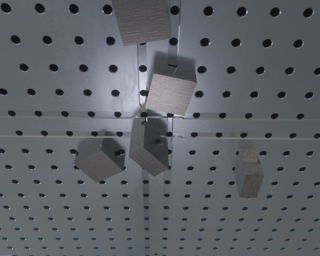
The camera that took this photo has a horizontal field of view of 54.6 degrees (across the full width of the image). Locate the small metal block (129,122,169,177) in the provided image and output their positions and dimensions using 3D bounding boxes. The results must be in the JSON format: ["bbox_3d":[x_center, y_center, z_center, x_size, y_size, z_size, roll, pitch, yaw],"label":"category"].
[{"bbox_3d":[-0.014,0.029,0.420,0.025,0.050,0.050,-32,123,24],"label":"small metal block"}]

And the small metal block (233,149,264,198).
[{"bbox_3d":[0.128,0.066,0.452,0.025,0.050,0.050,0,130,0],"label":"small metal block"}]

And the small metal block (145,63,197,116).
[{"bbox_3d":[0.012,-0.046,0.373,0.050,0.025,0.050,10,129,-9],"label":"small metal block"}]

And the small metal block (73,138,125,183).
[{"bbox_3d":[-0.087,0.048,0.452,0.050,0.025,0.050,-26,126,20],"label":"small metal block"}]

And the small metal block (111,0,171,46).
[{"bbox_3d":[-0.017,-0.115,0.313,0.050,0.025,0.050,-8,130,6],"label":"small metal block"}]
